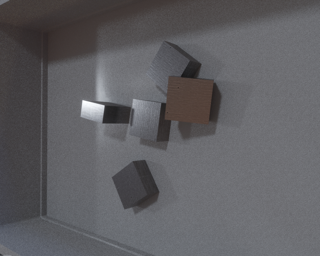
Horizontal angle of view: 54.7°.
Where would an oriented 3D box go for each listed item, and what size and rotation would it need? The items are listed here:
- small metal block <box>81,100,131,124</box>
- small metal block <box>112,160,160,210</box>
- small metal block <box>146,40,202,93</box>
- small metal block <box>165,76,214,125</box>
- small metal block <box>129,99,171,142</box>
[{"bbox_3d":[-0.080,-0.024,0.457,0.050,0.050,0.025,15,100,39],"label":"small metal block"},{"bbox_3d":[-0.035,0.079,0.436,0.050,0.025,0.050,-39,66,33],"label":"small metal block"},{"bbox_3d":[0.016,-0.075,0.394,0.050,0.025,0.050,45,117,30],"label":"small metal block"},{"bbox_3d":[0.035,-0.033,0.361,0.050,0.025,0.050,7,102,9],"label":"small metal block"},{"bbox_3d":[-0.012,-0.011,0.417,0.050,0.025,0.050,12,98,39],"label":"small metal block"}]
